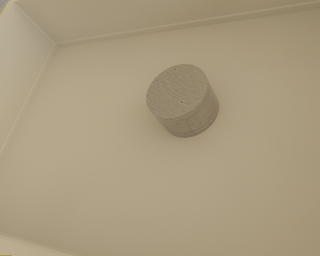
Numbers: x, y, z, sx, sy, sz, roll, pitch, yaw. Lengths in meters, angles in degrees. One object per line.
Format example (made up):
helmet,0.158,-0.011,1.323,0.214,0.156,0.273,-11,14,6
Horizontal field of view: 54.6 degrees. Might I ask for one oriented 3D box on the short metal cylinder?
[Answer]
short metal cylinder,0.029,-0.034,0.396,0.080,0.050,0.080,-13,56,21
